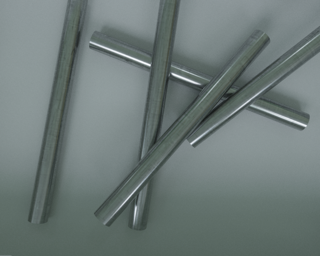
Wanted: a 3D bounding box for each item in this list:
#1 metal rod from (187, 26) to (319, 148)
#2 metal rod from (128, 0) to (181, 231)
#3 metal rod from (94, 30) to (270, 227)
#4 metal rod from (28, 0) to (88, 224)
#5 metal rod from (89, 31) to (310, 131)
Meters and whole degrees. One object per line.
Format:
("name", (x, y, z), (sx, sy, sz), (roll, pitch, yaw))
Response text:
("metal rod", (0.153, -0.077, 0.378), (0.300, 0.025, 0.025), (-38, 91, 8))
("metal rod", (-0.008, -0.016, 0.393), (0.025, 0.025, 0.298), (8, 97, -1))
("metal rod", (0.030, -0.004, 0.380), (0.025, 0.025, 0.300), (42, 85, -1))
("metal rod", (-0.135, -0.025, 0.409), (0.025, 0.025, 0.298), (10, 90, -1))
("metal rod", (0.052, -0.062, 0.412), (0.301, 0.025, 0.025), (21, 90, -1))
